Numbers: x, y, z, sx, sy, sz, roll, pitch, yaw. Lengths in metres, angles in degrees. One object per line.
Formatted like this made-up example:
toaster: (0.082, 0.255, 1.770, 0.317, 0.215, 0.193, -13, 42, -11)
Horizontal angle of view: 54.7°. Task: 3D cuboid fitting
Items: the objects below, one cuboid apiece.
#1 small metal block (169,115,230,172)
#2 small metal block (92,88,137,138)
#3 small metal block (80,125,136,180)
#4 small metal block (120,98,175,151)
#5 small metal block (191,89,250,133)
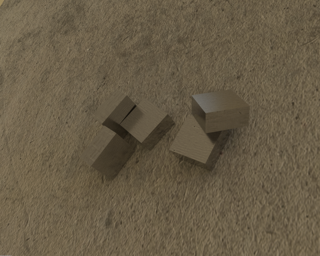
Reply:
small metal block: (0.047, 0.017, 0.368, 0.050, 0.025, 0.050, 19, 72, 35)
small metal block: (-0.057, -0.018, 0.429, 0.025, 0.050, 0.050, 33, 81, 38)
small metal block: (-0.066, 0.033, 0.402, 0.025, 0.050, 0.050, 29, 78, 37)
small metal block: (-0.017, -0.006, 0.416, 0.050, 0.025, 0.050, -48, 51, -6)
small metal block: (0.068, -0.021, 0.358, 0.050, 0.025, 0.050, -9, 30, -9)
